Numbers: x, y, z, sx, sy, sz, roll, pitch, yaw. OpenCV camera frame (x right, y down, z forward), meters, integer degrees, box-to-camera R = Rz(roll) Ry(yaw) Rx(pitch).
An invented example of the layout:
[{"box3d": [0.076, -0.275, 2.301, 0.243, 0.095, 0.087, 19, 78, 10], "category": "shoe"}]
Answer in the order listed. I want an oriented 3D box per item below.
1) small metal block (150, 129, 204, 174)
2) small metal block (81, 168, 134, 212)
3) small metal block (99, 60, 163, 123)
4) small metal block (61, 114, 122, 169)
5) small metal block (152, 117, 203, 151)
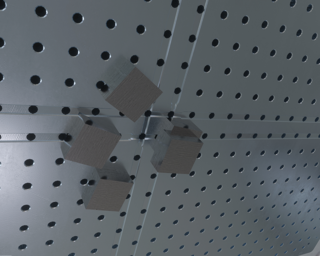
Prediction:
[{"box3d": [0.022, 0.032, 0.410, 0.050, 0.025, 0.050, 9, 114, -32], "category": "small metal block"}, {"box3d": [-0.072, 0.085, 0.424, 0.050, 0.025, 0.050, 15, 110, -35], "category": "small metal block"}, {"box3d": [-0.034, -0.043, 0.366, 0.050, 0.025, 0.050, -47, 129, 5], "category": "small metal block"}, {"box3d": [-0.084, 0.017, 0.376, 0.050, 0.025, 0.050, 23, 106, -37], "category": "small metal block"}, {"box3d": [0.024, 0.017, 0.434, 0.050, 0.025, 0.050, 12, 112, -33], "category": "small metal block"}]
